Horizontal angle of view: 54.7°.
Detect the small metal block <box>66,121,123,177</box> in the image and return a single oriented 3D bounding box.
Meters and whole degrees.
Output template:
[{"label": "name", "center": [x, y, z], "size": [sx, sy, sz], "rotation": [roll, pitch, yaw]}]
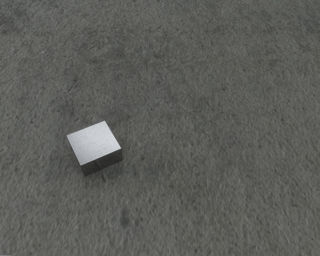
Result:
[{"label": "small metal block", "center": [-0.080, 0.025, 0.382], "size": [0.050, 0.025, 0.050], "rotation": [-23, 54, -19]}]
